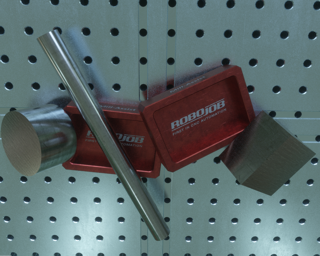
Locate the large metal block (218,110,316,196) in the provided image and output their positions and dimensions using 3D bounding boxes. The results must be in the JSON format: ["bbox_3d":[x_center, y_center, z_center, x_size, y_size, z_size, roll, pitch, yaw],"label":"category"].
[{"bbox_3d":[0.137,0.035,0.395,0.080,0.050,0.080,25,112,-42],"label":"large metal block"}]

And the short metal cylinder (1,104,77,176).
[{"bbox_3d":[-0.150,0.013,0.384,0.080,0.050,0.079,10,109,33],"label":"short metal cylinder"}]

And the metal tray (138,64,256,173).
[{"bbox_3d":[0.050,-0.013,0.386,0.131,0.030,0.090,-25,109,-9],"label":"metal tray"}]

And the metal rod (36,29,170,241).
[{"bbox_3d":[-0.061,0.023,0.389,0.025,0.025,0.299,-24,109,8],"label":"metal rod"}]

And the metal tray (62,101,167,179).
[{"bbox_3d":[-0.061,0.016,0.415,0.131,0.030,0.089,6,110,-3],"label":"metal tray"}]
